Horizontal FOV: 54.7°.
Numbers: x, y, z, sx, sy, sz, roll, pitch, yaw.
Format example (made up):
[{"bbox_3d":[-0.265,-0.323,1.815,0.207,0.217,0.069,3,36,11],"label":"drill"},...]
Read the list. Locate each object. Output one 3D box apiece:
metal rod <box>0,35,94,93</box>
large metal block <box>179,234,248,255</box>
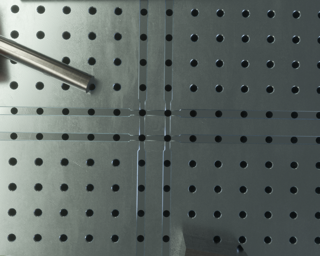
[{"bbox_3d":[-0.231,-0.118,0.410,0.301,0.025,0.025,24,90,-1],"label":"metal rod"},{"bbox_3d":[0.064,0.192,0.402,0.080,0.050,0.080,11,90,-1],"label":"large metal block"}]
